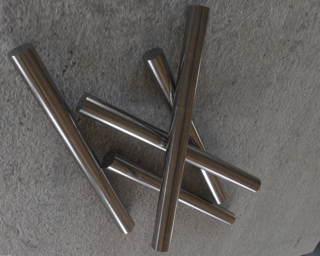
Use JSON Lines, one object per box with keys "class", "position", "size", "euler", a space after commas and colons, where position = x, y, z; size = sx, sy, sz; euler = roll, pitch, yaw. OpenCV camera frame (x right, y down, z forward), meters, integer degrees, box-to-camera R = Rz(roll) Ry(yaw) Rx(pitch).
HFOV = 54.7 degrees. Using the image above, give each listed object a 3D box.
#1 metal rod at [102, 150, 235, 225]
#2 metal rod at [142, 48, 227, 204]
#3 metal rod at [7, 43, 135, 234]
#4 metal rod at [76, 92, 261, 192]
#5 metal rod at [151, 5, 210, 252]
{"class": "metal rod", "position": [0.033, 0.105, 0.488], "size": [0.301, 0.025, 0.025], "euler": [33, 100, -39]}
{"class": "metal rod", "position": [0.047, 0.019, 0.443], "size": [0.025, 0.025, 0.299], "euler": [-34, 129, -6]}
{"class": "metal rod", "position": [-0.091, 0.038, 0.380], "size": [0.025, 0.025, 0.299], "euler": [-28, 128, -11]}
{"class": "metal rod", "position": [0.031, 0.030, 0.415], "size": [0.301, 0.025, 0.025], "euler": [27, 104, -29]}
{"class": "metal rod", "position": [0.023, 0.010, 0.376], "size": [0.025, 0.025, 0.298], "euler": [2, 102, -30]}
